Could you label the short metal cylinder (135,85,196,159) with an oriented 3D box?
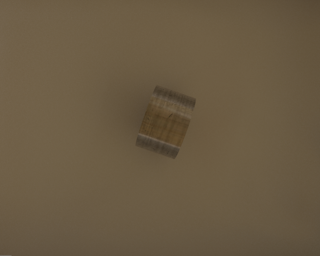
[{"bbox_3d":[0.007,-0.007,0.384,0.050,0.080,0.080,19,90,0],"label":"short metal cylinder"}]
